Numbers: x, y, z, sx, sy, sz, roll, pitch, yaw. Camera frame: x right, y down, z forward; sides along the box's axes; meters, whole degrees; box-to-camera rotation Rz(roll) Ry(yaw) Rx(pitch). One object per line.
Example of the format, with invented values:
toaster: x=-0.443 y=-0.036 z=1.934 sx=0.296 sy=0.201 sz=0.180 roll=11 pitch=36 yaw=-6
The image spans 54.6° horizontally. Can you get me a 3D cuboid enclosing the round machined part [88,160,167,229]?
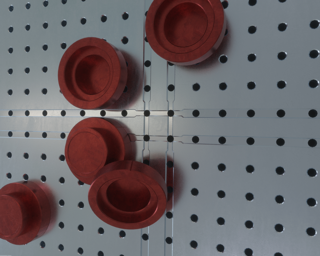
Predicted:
round machined part: x=-0.039 y=0.081 z=0.403 sx=0.098 sy=0.042 sz=0.097 roll=1 pitch=119 yaw=2

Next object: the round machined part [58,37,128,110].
round machined part: x=-0.090 y=-0.074 z=0.436 sx=0.098 sy=0.042 sz=0.097 roll=0 pitch=90 yaw=20

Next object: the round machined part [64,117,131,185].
round machined part: x=-0.094 y=0.033 z=0.437 sx=0.098 sy=0.042 sz=0.097 roll=0 pitch=90 yaw=20

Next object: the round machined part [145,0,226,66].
round machined part: x=0.034 y=-0.127 z=0.392 sx=0.098 sy=0.042 sz=0.097 roll=0 pitch=90 yaw=20

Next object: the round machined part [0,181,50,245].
round machined part: x=-0.226 y=0.134 z=0.484 sx=0.098 sy=0.042 sz=0.097 roll=0 pitch=90 yaw=20
